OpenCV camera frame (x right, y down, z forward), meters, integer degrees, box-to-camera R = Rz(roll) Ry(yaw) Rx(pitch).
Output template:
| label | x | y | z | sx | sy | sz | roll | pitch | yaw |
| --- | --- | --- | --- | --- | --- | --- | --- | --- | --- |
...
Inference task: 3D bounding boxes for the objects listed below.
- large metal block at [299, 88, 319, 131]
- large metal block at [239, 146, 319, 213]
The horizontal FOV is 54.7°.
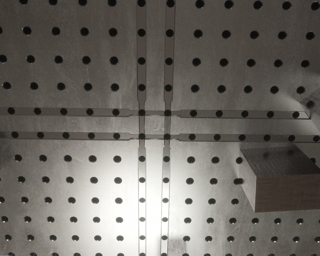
| label | x | y | z | sx | sy | sz | roll | pitch | yaw |
| --- | --- | --- | --- | --- | --- | --- | --- | --- | --- |
| large metal block | 0.233 | -0.007 | 0.385 | 0.050 | 0.080 | 0.080 | -38 | 106 | 12 |
| large metal block | 0.155 | 0.065 | 0.410 | 0.081 | 0.080 | 0.050 | -3 | 110 | 1 |
